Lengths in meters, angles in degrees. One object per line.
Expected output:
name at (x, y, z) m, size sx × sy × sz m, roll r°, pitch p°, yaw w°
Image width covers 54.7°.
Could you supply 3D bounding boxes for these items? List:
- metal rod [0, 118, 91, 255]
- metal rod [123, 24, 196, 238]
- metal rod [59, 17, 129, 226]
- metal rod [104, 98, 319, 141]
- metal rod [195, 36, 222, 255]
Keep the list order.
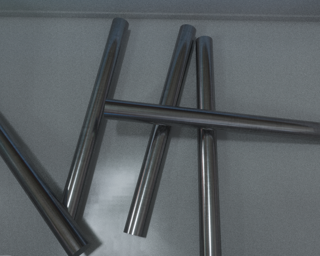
metal rod at (-0.182, 0.030, 0.380) m, size 0.025 × 0.025 × 0.300 m, roll -39°, pitch 69°, yaw -13°
metal rod at (0.006, -0.011, 0.413) m, size 0.025 × 0.025 × 0.299 m, roll 13°, pitch 70°, yaw 4°
metal rod at (-0.086, -0.020, 0.415) m, size 0.025 × 0.025 × 0.299 m, roll 10°, pitch 70°, yaw 3°
metal rod at (0.084, -0.008, 0.389) m, size 0.302 × 0.025 × 0.025 m, roll 6°, pitch 70°, yaw -8°
metal rod at (0.062, 0.012, 0.406) m, size 0.025 × 0.025 × 0.299 m, roll 1°, pitch 70°, yaw 0°
